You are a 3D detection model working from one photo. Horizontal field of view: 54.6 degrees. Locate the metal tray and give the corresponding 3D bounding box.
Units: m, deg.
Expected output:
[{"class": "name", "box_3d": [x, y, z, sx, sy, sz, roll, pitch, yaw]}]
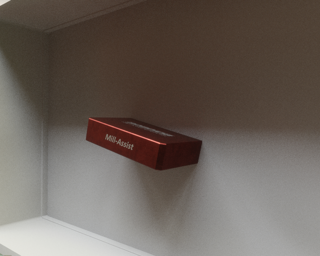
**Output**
[{"class": "metal tray", "box_3d": [-0.020, 0.015, 0.398, 0.130, 0.091, 0.030, 17, 102, 37]}]
